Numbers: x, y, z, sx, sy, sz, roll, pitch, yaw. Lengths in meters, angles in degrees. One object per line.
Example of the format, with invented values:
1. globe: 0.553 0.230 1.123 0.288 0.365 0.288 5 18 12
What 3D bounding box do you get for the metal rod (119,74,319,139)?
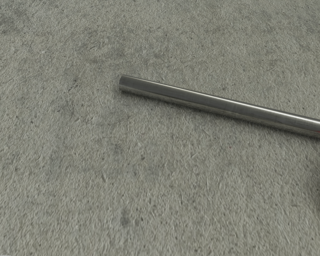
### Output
1. metal rod: 0.087 -0.030 0.429 0.301 0.025 0.025 15 52 11
